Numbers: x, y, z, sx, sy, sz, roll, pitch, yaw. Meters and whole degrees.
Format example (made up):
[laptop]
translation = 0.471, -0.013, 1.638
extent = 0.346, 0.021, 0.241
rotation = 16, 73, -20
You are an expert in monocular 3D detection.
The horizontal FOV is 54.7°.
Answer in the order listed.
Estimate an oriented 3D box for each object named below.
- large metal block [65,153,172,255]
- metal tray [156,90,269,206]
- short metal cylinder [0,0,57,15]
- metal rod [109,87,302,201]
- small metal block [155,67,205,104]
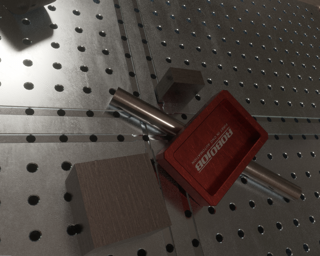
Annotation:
[large metal block]
translation = -0.045, 0.077, 0.322
extent = 0.081, 0.050, 0.080
rotation = -6, 65, -31
[metal tray]
translation = 0.070, 0.024, 0.400
extent = 0.090, 0.030, 0.130
rotation = 46, 67, -4
[short metal cylinder]
translation = -0.176, -0.194, 0.397
extent = 0.080, 0.080, 0.050
rotation = 43, 51, 1
[metal rod]
translation = 0.070, 0.027, 0.431
extent = 0.301, 0.025, 0.025
rotation = 28, 52, -11
[small metal block]
translation = 0.028, -0.060, 0.445
extent = 0.050, 0.050, 0.025
rotation = 1, 62, -28
